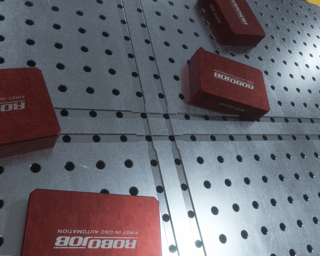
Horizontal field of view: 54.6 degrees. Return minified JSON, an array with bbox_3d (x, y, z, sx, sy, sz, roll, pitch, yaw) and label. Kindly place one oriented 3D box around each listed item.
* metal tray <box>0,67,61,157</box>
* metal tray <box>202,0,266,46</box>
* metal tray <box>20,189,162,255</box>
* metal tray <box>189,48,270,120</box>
[{"bbox_3d":[-0.180,-0.014,0.317,0.131,0.030,0.090,-12,68,-33],"label":"metal tray"},{"bbox_3d":[0.145,-0.225,0.619,0.091,0.030,0.130,-7,65,-31],"label":"metal tray"},{"bbox_3d":[-0.064,0.111,0.302,0.131,0.030,0.090,10,58,-23],"label":"metal tray"},{"bbox_3d":[0.113,-0.071,0.508,0.131,0.030,0.090,14,56,-21],"label":"metal tray"}]
